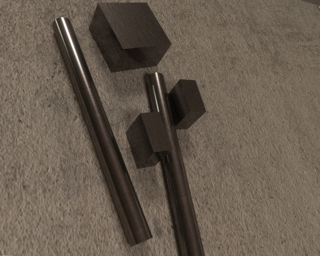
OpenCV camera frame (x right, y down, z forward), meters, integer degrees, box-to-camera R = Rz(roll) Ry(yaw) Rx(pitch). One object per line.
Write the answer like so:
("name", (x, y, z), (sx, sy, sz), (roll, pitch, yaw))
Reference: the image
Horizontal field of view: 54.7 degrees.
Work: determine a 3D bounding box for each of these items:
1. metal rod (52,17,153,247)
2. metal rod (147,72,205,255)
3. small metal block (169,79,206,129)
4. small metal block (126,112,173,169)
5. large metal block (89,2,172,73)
("metal rod", (-0.076, -0.011, 0.370), (0.025, 0.025, 0.299), (-11, 67, -33))
("metal rod", (0.020, 0.059, 0.379), (0.025, 0.025, 0.299), (3, 60, -27))
("small metal block", (0.033, -0.032, 0.427), (0.025, 0.050, 0.050), (-1, 62, -29))
("small metal block", (-0.014, 0.015, 0.372), (0.025, 0.050, 0.050), (-6, 65, -31))
("large metal block", (-0.044, -0.132, 0.446), (0.081, 0.050, 0.080), (-17, 71, -35))
